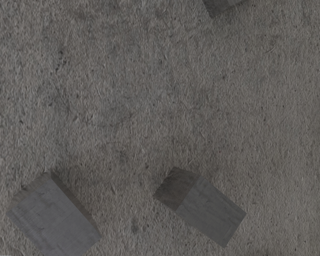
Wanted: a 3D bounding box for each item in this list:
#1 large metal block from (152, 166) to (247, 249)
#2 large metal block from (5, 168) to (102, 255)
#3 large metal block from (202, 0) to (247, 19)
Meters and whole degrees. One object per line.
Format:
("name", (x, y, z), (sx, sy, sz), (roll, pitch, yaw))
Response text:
("large metal block", (0.048, 0.098, 0.397), (0.080, 0.080, 0.050), (40, 77, -16))
("large metal block", (-0.114, 0.095, 0.338), (0.050, 0.080, 0.080), (-40, 103, -16))
("large metal block", (0.097, -0.213, 0.431), (0.080, 0.050, 0.080), (-31, 101, -17))
